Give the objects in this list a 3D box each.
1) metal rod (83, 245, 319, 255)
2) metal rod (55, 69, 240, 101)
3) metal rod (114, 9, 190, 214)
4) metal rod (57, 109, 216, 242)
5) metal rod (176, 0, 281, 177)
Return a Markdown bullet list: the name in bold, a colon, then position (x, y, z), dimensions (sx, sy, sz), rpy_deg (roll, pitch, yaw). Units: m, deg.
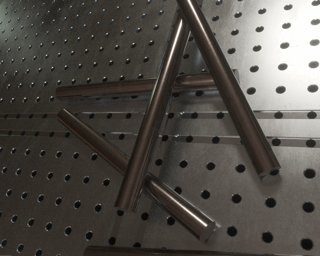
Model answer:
- **metal rod**: position (0.055, 0.132, 0.297), dimensions (0.301, 0.025, 0.025), rpy_deg (-7, 59, 24)
- **metal rod**: position (-0.036, -0.061, 0.462), dimensions (0.300, 0.025, 0.025), rpy_deg (-1, 61, 27)
- **metal rod**: position (0.001, -0.042, 0.398), dimensions (0.025, 0.025, 0.300), rpy_deg (3, 63, 29)
- **metal rod**: position (-0.053, 0.043, 0.407), dimensions (0.300, 0.025, 0.025), rpy_deg (32, 79, 37)
- **metal rod**: position (0.070, -0.083, 0.385), dimensions (0.025, 0.025, 0.299), rpy_deg (-25, 64, 12)
